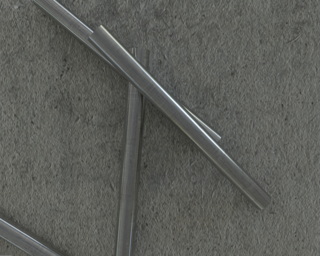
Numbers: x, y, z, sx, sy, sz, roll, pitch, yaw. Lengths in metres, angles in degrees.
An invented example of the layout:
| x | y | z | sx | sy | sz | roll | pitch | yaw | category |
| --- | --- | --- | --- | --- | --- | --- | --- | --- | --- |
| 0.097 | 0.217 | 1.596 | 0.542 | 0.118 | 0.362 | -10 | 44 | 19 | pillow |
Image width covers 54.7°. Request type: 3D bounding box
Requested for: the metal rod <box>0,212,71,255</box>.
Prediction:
| x | y | z | sx | sy | sz | roll | pitch | yaw | category |
| --- | --- | --- | --- | --- | --- | --- | --- | --- | --- |
| -0.151 | 0.164 | 0.408 | 0.301 | 0.025 | 0.025 | 32 | 90 | 0 | metal rod |

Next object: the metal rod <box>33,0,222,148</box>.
| x | y | z | sx | sy | sz | roll | pitch | yaw | category |
| --- | --- | --- | --- | --- | --- | --- | --- | --- | --- |
| -0.042 | -0.077 | 0.409 | 0.300 | 0.025 | 0.025 | 39 | 90 | 0 | metal rod |

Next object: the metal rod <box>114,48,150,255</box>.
| x | y | z | sx | sy | sz | roll | pitch | yaw | category |
| --- | --- | --- | --- | --- | --- | --- | --- | --- | --- |
| -0.038 | 0.052 | 0.395 | 0.025 | 0.025 | 0.298 | 5 | 96 | 0 | metal rod |

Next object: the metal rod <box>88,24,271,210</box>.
| x | y | z | sx | sy | sz | roll | pitch | yaw | category |
| --- | --- | --- | --- | --- | --- | --- | --- | --- | --- |
| 0.033 | -0.004 | 0.377 | 0.025 | 0.025 | 0.300 | -46 | 104 | 0 | metal rod |
